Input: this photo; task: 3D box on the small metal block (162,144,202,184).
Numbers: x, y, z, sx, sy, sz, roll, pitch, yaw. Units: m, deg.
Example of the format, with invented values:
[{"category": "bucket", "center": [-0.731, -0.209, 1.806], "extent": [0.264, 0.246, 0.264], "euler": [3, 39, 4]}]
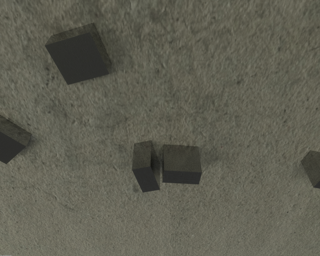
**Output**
[{"category": "small metal block", "center": [0.029, 0.050, 0.434], "extent": [0.050, 0.050, 0.025], "euler": [4, 130, -4]}]

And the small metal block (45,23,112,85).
[{"category": "small metal block", "center": [-0.087, -0.080, 0.338], "extent": [0.050, 0.025, 0.050], "euler": [-13, 129, 10]}]

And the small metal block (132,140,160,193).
[{"category": "small metal block", "center": [-0.018, 0.054, 0.437], "extent": [0.025, 0.050, 0.050], "euler": [-11, 129, 9]}]

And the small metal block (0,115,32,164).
[{"category": "small metal block", "center": [-0.213, 0.016, 0.417], "extent": [0.050, 0.025, 0.050], "euler": [-36, 122, 26]}]

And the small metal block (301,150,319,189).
[{"category": "small metal block", "center": [0.242, 0.063, 0.448], "extent": [0.050, 0.050, 0.025], "euler": [12, 129, -10]}]
